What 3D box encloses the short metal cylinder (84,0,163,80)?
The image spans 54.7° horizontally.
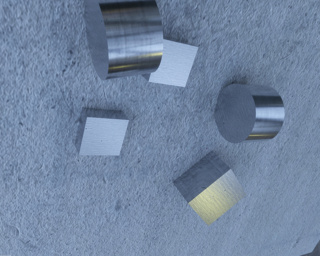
[{"bbox_3d":[-0.037,-0.089,0.296,0.050,0.080,0.079,-13,124,-21],"label":"short metal cylinder"}]

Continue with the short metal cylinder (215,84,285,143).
[{"bbox_3d":[0.121,-0.020,0.425,0.050,0.080,0.079,-2,119,-28],"label":"short metal cylinder"}]

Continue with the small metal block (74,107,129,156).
[{"bbox_3d":[-0.071,0.005,0.372,0.050,0.025,0.050,4,117,-30],"label":"small metal block"}]

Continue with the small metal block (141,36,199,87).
[{"bbox_3d":[0.010,-0.079,0.364,0.050,0.025,0.050,4,117,-30],"label":"small metal block"}]

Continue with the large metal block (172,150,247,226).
[{"bbox_3d":[0.080,0.097,0.495,0.080,0.050,0.080,-39,129,-2],"label":"large metal block"}]
